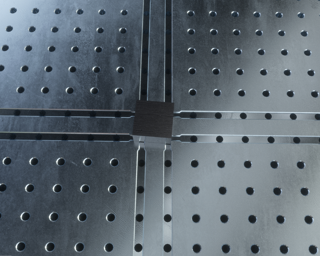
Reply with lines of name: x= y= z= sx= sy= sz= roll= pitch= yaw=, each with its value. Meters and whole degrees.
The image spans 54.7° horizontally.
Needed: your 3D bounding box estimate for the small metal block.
small metal block: x=-0.008 y=-0.008 z=0.414 sx=0.050 sy=0.025 sz=0.050 roll=5 pitch=70 yaw=1
